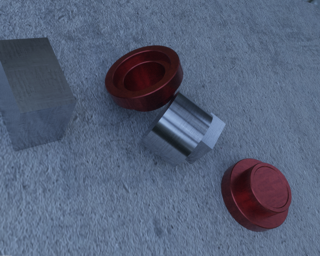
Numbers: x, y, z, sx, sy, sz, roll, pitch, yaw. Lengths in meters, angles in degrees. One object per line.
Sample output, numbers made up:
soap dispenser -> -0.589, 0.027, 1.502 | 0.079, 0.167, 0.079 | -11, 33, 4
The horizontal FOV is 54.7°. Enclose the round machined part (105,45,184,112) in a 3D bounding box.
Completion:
round machined part -> -0.017, -0.059, 0.400 | 0.098, 0.042, 0.098 | -11, 48, 13

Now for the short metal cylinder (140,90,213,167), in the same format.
short metal cylinder -> 0.019, 0.001, 0.380 | 0.050, 0.080, 0.080 | 37, 51, -5

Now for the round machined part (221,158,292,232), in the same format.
round machined part -> 0.136, 0.085, 0.416 | 0.099, 0.042, 0.098 | 14, 56, -21

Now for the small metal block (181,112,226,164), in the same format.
small metal block -> 0.055, 0.014, 0.410 | 0.025, 0.050, 0.050 | 39, 51, -4

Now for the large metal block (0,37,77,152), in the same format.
large metal block -> -0.133, -0.033, 0.318 | 0.050, 0.080, 0.080 | -16, 70, -35
